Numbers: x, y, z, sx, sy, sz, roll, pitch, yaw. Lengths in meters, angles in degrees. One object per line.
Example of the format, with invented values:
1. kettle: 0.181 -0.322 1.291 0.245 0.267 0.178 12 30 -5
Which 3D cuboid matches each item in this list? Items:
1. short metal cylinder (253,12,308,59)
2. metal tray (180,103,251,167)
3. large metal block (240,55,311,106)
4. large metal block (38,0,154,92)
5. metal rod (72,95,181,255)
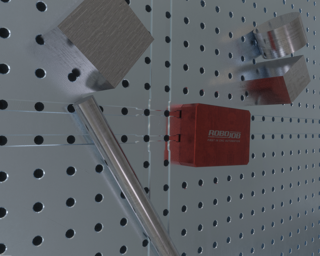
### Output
1. short metal cylinder: 0.214 -0.164 0.552 0.080 0.080 0.050 -43 116 -32
2. metal tray: 0.089 0.013 0.480 0.131 0.030 0.089 4 88 -40
3. large metal block: 0.202 -0.082 0.542 0.080 0.080 0.050 -40 115 -33
4. large metal block: -0.066 -0.097 0.337 0.080 0.050 0.080 48 62 -29
5. metal rod: -0.023 0.097 0.389 0.025 0.025 0.299 -39 114 -33
